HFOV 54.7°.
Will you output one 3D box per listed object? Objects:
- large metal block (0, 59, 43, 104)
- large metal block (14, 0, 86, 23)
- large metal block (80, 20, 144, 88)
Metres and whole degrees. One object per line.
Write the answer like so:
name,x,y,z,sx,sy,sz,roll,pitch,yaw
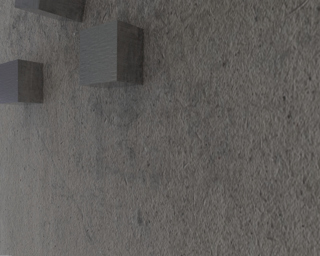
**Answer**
large metal block,-0.278,-0.088,0.619,0.080,0.050,0.080,0,90,40
large metal block,-0.183,-0.215,0.521,0.080,0.081,0.050,20,103,38
large metal block,-0.071,-0.102,0.447,0.080,0.050,0.080,1,91,40
